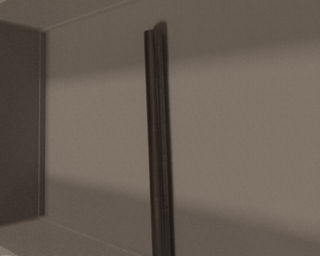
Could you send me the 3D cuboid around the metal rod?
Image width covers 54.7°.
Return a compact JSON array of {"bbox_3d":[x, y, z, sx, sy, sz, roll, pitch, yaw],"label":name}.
[{"bbox_3d":[-0.003,0.022,0.407,0.025,0.025,0.298,-4,88,39],"label":"metal rod"}]
